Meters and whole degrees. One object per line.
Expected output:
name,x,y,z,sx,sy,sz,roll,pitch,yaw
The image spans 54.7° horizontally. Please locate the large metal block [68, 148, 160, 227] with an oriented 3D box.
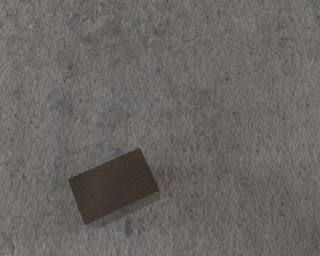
large metal block,-0.047,0.071,0.352,0.080,0.080,0.050,-23,72,-9
